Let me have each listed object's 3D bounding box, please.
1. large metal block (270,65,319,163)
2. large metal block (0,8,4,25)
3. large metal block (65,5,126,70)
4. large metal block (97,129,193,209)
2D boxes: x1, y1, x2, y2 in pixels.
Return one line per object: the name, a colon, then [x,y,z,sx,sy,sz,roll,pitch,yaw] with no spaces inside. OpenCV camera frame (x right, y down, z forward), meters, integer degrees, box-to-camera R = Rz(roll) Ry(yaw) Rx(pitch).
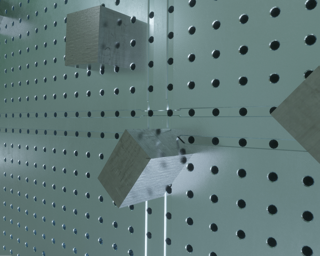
large metal block: [0.150,0.000,0.250,0.050,0.081,0.080,-52,60,28]
large metal block: [-0.430,-0.280,0.731,0.050,0.081,0.080,-46,62,30]
large metal block: [-0.100,-0.134,0.477,0.080,0.050,0.080,5,94,40]
large metal block: [-0.018,0.048,0.389,0.050,0.081,0.080,47,118,30]
